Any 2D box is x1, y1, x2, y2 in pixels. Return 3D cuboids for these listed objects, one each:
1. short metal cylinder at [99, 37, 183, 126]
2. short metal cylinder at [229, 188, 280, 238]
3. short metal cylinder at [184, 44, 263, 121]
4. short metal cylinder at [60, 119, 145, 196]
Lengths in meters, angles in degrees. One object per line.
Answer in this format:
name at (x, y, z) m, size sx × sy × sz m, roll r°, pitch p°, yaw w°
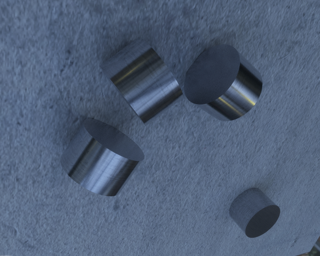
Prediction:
short metal cylinder at (-0.020, -0.049, 0.332) m, size 0.050 × 0.080 × 0.080 m, roll -38°, pitch 130°, yaw -3°
short metal cylinder at (0.181, 0.162, 0.593) m, size 0.081 × 0.050 × 0.079 m, roll -14°, pitch 125°, yaw -21°
short metal cylinder at (0.077, -0.055, 0.381) m, size 0.050 × 0.080 × 0.080 m, roll 29°, pitch 102°, yaw -38°
short metal cylinder at (-0.065, 0.033, 0.357) m, size 0.080 × 0.080 × 0.050 m, roll 26°, pitch 104°, yaw -38°
